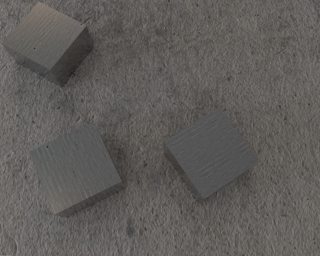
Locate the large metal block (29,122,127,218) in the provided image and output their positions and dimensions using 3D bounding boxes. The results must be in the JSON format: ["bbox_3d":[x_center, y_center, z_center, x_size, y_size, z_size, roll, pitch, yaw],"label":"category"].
[{"bbox_3d":[-0.097,0.052,0.375,0.080,0.050,0.080,-26,72,-9],"label":"large metal block"}]

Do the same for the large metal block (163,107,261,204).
[{"bbox_3d":[0.060,0.035,0.382,0.080,0.050,0.080,-31,73,-11],"label":"large metal block"}]

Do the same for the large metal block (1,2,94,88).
[{"bbox_3d":[-0.154,-0.117,0.436,0.080,0.050,0.080,29,72,10],"label":"large metal block"}]
